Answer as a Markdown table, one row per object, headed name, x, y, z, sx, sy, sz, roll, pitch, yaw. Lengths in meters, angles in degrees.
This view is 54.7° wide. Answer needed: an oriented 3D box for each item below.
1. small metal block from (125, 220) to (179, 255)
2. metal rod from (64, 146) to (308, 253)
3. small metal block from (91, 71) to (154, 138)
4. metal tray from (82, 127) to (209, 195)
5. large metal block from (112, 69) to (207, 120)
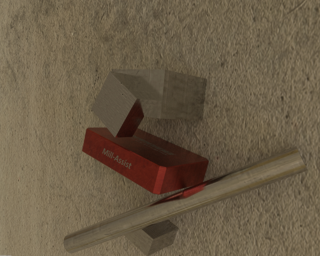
| name | x | y | z | sx | sy | sz | roll | pitch | yaw |
| --- | --- | --- | --- | --- | --- | --- | --- | --- | --- |
| small metal block | -0.013 | 0.131 | 0.398 | 0.050 | 0.050 | 0.025 | 29 | 108 | 36 |
| metal rod | 0.009 | 0.090 | 0.349 | 0.300 | 0.025 | 0.025 | -26 | 73 | 21 |
| small metal block | -0.042 | -0.025 | 0.333 | 0.050 | 0.025 | 0.050 | 46 | 117 | 29 |
| metal tray | -0.019 | 0.033 | 0.376 | 0.130 | 0.091 | 0.030 | 23 | 104 | 37 |
| large metal block | -0.002 | -0.039 | 0.369 | 0.080 | 0.081 | 0.050 | 9 | 96 | 39 |
